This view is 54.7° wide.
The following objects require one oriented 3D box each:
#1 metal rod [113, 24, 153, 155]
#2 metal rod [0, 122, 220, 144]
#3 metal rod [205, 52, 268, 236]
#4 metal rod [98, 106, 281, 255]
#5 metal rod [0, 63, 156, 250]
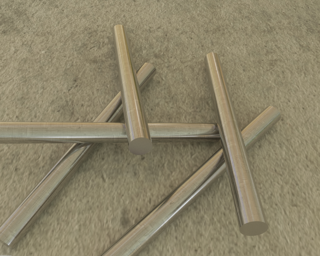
[{"bbox_3d":[-0.046,-0.076,0.433,0.025,0.025,0.300,-7,41,-7],"label":"metal rod"},{"bbox_3d":[-0.074,0.005,0.367,0.302,0.025,0.025,0,50,-13],"label":"metal rod"},{"bbox_3d":[0.083,-0.011,0.386,0.025,0.025,0.300,0,42,0],"label":"metal rod"},{"bbox_3d":[0.045,0.061,0.352,0.302,0.025,0.025,-36,59,-27],"label":"metal rod"},{"bbox_3d":[-0.086,0.011,0.392,0.025,0.025,0.301,22,53,17],"label":"metal rod"}]
